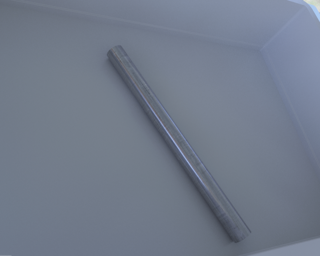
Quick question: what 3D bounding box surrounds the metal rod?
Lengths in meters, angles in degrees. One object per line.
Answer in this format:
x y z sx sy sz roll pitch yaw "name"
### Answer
0.019 0.013 0.409 0.025 0.025 0.299 -26 76 -37 "metal rod"
